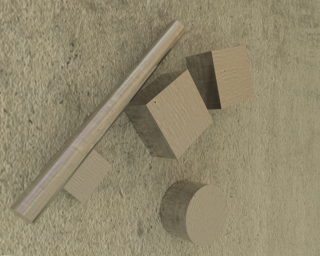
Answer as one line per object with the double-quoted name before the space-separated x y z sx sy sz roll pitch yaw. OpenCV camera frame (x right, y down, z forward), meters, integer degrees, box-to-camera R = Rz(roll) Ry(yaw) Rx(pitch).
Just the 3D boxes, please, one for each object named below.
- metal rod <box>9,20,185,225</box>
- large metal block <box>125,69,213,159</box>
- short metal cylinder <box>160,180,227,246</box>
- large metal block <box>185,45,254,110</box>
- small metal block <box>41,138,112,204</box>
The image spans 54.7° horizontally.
"metal rod" -0.047 -0.031 0.342 0.025 0.025 0.301 53 52 -27
"large metal block" 0.012 -0.018 0.398 0.080 0.050 0.080 -44 117 -31
"short metal cylinder" 0.047 0.115 0.428 0.081 0.050 0.080 0 90 -40
"large metal block" 0.090 -0.075 0.464 0.081 0.050 0.080 -20 103 -38
"small metal block" -0.088 0.044 0.331 0.050 0.025 0.050 50 61 -28
